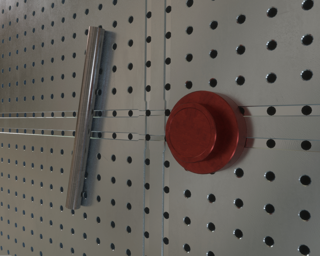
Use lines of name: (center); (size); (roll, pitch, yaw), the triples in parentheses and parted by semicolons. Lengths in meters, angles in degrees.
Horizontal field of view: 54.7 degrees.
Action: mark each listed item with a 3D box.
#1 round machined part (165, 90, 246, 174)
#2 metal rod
round machined part: (0.045, 0.005, 0.360); (0.098, 0.042, 0.097); (0, 90, 39)
metal rod: (-0.123, -0.012, 0.508); (0.025, 0.025, 0.298); (16, 100, 38)
